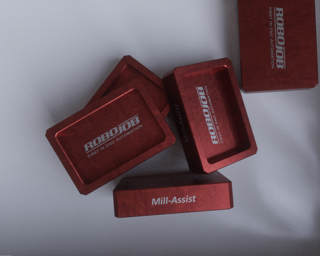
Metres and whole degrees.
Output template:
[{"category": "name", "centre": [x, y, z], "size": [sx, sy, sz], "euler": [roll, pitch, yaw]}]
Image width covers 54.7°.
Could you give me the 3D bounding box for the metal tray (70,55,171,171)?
[{"category": "metal tray", "centre": [-0.046, -0.018, 0.408], "size": [0.090, 0.030, 0.130], "euler": [37, 90, -1]}]

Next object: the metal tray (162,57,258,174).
[{"category": "metal tray", "centre": [0.064, -0.017, 0.390], "size": [0.091, 0.030, 0.129], "euler": [-17, 90, -28]}]

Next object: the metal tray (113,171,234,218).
[{"category": "metal tray", "centre": [0.014, 0.077, 0.379], "size": [0.131, 0.090, 0.030], "euler": [-4, 90, -1]}]

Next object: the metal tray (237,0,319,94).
[{"category": "metal tray", "centre": [0.149, -0.113, 0.400], "size": [0.090, 0.030, 0.129], "euler": [-3, 91, 13]}]

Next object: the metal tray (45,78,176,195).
[{"category": "metal tray", "centre": [-0.058, 0.010, 0.377], "size": [0.130, 0.030, 0.090], "euler": [-31, 90, -1]}]
